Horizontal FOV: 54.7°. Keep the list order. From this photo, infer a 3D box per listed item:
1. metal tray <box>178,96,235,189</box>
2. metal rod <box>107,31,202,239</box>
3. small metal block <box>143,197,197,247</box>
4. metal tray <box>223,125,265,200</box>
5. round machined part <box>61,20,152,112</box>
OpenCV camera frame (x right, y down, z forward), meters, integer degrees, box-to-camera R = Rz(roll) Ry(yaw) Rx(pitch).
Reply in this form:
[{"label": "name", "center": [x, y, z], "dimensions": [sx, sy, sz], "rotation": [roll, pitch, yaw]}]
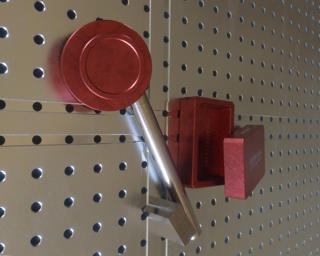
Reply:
[{"label": "metal tray", "center": [0.071, 0.022, 0.468], "dimensions": [0.091, 0.030, 0.129], "rotation": [3, 88, -40]}, {"label": "metal rod", "center": [-0.004, 0.022, 0.407], "dimensions": [0.025, 0.025, 0.299], "rotation": [-35, 112, -35]}, {"label": "small metal block", "center": [0.013, 0.122, 0.406], "dimensions": [0.025, 0.050, 0.050], "rotation": [-43, 116, -32]}, {"label": "metal tray", "center": [0.138, 0.049, 0.494], "dimensions": [0.131, 0.030, 0.089], "rotation": [-18, 107, -58]}, {"label": "round machined part", "center": [-0.054, -0.066, 0.334], "dimensions": [0.099, 0.042, 0.097], "rotation": [-4, 101, -21]}]
